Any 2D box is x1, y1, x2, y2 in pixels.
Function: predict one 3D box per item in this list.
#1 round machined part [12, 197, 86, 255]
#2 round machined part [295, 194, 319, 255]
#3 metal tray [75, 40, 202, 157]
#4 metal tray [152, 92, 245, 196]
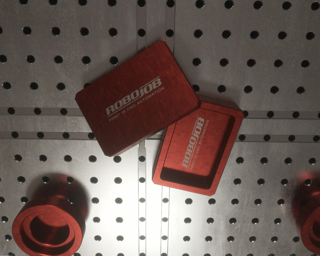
[{"bbox_3d":[-0.158,0.142,0.455,0.099,0.042,0.097,0,110,-1],"label":"round machined part"},{"bbox_3d":[0.249,0.137,0.459,0.099,0.042,0.097,0,110,-1],"label":"round machined part"},{"bbox_3d":[-0.027,-0.033,0.379,0.130,0.030,0.090,-30,83,10],"label":"metal tray"},{"bbox_3d":[0.048,0.023,0.419,0.091,0.030,0.129,14,109,-6],"label":"metal tray"}]
